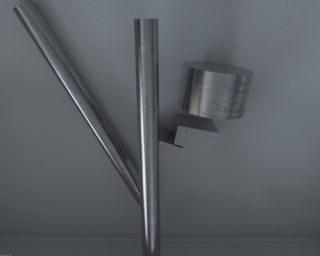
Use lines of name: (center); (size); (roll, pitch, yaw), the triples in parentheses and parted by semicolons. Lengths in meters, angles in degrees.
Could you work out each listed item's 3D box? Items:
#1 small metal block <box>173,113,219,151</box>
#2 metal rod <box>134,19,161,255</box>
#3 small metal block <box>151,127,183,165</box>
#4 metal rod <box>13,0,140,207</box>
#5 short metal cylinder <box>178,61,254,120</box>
small metal block: (0.044, 0.004, 0.400); (0.050, 0.050, 0.025); (10, 110, -4)
metal rod: (-0.013, 0.028, 0.368); (0.025, 0.025, 0.298); (-1, 110, 0)
small metal block: (0.000, 0.019, 0.405); (0.050, 0.050, 0.025); (20, 109, -8)
metal rod: (-0.089, -0.018, 0.403); (0.025, 0.025, 0.299); (-26, 108, 9)
short metal cylinder: (0.064, -0.047, 0.366); (0.081, 0.080, 0.050); (6, 110, -3)
